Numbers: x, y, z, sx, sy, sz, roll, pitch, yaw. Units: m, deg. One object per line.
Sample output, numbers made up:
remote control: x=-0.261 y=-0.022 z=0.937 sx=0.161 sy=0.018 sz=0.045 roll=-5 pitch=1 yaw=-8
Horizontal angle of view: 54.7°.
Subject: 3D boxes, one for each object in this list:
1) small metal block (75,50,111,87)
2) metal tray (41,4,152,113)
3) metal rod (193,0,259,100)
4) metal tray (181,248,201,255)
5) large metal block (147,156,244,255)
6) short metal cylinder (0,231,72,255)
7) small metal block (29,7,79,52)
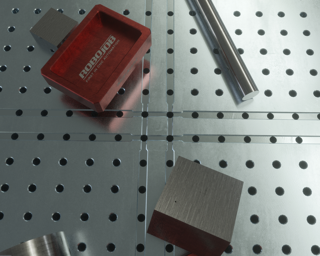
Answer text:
small metal block: x=-0.094 y=-0.083 z=0.441 sx=0.050 sy=0.025 sz=0.050 roll=-2 pitch=70 yaw=-1
metal tray: x=-0.082 y=-0.096 z=0.416 sx=0.090 sy=0.030 sz=0.130 roll=30 pitch=72 yaw=10
metal rod: x=0.075 y=-0.177 z=0.476 sx=0.025 sy=0.025 sz=0.299 roll=-19 pitch=71 yaw=-7
metal tray: x=0.010 y=0.200 z=0.336 sx=0.131 sy=0.030 sz=0.090 roll=-24 pitch=72 yaw=-9
large metal block: x=0.041 y=0.089 z=0.349 sx=0.080 sy=0.050 sz=0.080 roll=22 pitch=44 yaw=8
short metal cylinder: x=-0.134 y=0.150 z=0.327 sx=0.080 sy=0.080 sz=0.050 roll=-21 pitch=72 yaw=-8
small metal block: x=-0.155 y=-0.144 z=0.463 sx=0.050 sy=0.025 sz=0.050 roll=31 pitch=73 yaw=10
